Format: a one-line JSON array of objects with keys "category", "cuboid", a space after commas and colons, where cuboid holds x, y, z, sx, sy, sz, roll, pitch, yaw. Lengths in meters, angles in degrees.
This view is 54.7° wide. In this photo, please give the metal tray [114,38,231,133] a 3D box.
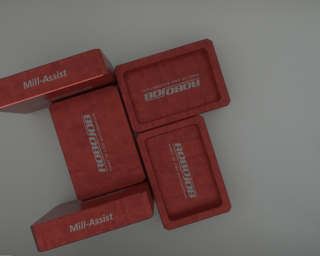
[{"category": "metal tray", "cuboid": [0.016, -0.054, 0.407, 0.131, 0.030, 0.090, -17, 90, -1]}]

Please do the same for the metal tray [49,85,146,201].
[{"category": "metal tray", "cuboid": [-0.079, 0.019, 0.405, 0.090, 0.030, 0.129, -17, 90, -1]}]

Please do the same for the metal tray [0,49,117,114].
[{"category": "metal tray", "cuboid": [-0.123, -0.052, 0.374, 0.131, 0.090, 0.030, -18, 90, -1]}]

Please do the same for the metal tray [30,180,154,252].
[{"category": "metal tray", "cuboid": [-0.074, 0.101, 0.375, 0.131, 0.090, 0.030, -17, 90, -1]}]

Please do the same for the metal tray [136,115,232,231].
[{"category": "metal tray", "cuboid": [0.030, 0.057, 0.408, 0.090, 0.030, 0.129, -17, 90, -1]}]
